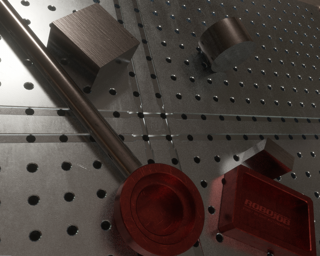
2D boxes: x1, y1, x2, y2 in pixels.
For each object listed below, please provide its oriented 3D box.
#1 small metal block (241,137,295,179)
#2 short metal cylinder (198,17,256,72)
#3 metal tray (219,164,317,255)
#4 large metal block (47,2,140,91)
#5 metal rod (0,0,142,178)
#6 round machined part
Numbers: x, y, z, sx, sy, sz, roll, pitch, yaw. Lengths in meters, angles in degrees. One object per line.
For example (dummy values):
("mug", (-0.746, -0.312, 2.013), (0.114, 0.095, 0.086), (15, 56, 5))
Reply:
("small metal block", (0.156, 0.047, 0.450), (0.050, 0.050, 0.025), (36, 51, -5))
("short metal cylinder", (0.112, -0.138, 0.520), (0.081, 0.080, 0.050), (-11, 68, -33))
("metal tray", (0.146, 0.115, 0.415), (0.131, 0.030, 0.090), (26, 52, -13))
("large metal block", (-0.088, -0.109, 0.412), (0.080, 0.050, 0.080), (44, 51, 1))
("metal rod", (-0.126, -0.063, 0.379), (0.025, 0.025, 0.300), (-35, 82, -39))
("round machined part", (-0.004, 0.092, 0.340), (0.099, 0.042, 0.098), (14, 56, -21))
